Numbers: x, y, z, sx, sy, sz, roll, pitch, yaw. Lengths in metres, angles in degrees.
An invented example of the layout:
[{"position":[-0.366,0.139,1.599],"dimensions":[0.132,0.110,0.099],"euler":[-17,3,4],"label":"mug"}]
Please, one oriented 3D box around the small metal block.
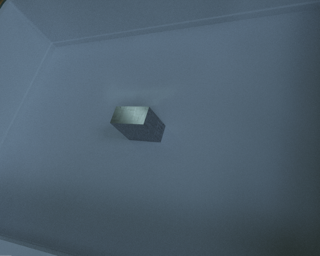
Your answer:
[{"position":[-0.028,-0.005,0.406],"dimensions":[0.050,0.050,0.025],"euler":[3,63,29],"label":"small metal block"}]
